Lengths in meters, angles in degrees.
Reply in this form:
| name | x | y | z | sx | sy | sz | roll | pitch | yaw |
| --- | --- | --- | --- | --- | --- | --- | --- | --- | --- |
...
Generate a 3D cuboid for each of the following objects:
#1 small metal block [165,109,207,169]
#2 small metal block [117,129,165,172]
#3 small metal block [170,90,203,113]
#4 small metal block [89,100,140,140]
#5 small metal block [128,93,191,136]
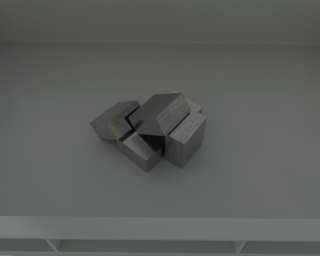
| name | x | y | z | sx | sy | sz | roll | pitch | yaw |
| --- | --- | --- | --- | --- | --- | --- | --- | --- | --- |
| small metal block | 0.031 | 0.013 | 0.376 | 0.025 | 0.050 | 0.050 | 29 | 56 | 21 |
| small metal block | -0.018 | 0.019 | 0.387 | 0.050 | 0.025 | 0.050 | 35 | 58 | 25 |
| small metal block | 0.021 | -0.018 | 0.418 | 0.050 | 0.025 | 0.050 | 35 | 58 | 25 |
| small metal block | -0.054 | -0.010 | 0.395 | 0.050 | 0.025 | 0.050 | -41 | 23 | -28 |
| small metal block | -0.001 | -0.017 | 0.369 | 0.050 | 0.025 | 0.050 | 3 | 40 | 48 |
